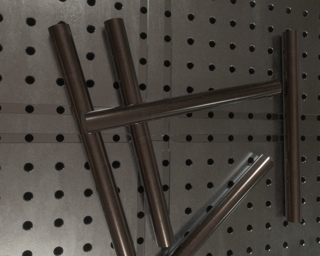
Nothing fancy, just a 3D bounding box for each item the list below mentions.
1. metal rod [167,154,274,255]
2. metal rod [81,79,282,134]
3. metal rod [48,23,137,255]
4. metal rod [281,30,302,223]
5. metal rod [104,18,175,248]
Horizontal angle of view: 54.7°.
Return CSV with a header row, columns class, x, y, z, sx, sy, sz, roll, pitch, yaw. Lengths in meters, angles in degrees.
class,x,y,z,sx,sy,sz,roll,pitch,yaw
metal rod,0.058,0.148,0.435,0.301,0.025,0.025,-43,104,-15
metal rod,0.048,-0.034,0.413,0.303,0.025,0.025,-12,95,-27
metal rod,-0.081,0.023,0.383,0.025,0.025,0.298,-17,96,-20
metal rod,0.209,-0.002,0.492,0.025,0.025,0.298,-2,91,-20
metal rod,-0.025,0.010,0.404,0.025,0.025,0.298,-15,95,-20
